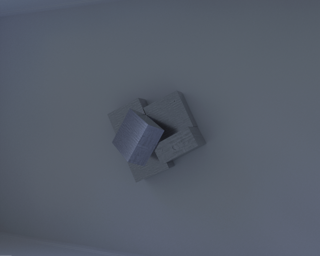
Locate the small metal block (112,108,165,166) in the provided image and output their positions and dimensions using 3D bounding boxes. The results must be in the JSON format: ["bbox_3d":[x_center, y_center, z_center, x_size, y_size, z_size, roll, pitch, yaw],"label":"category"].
[{"bbox_3d":[-0.028,0.011,0.378,0.050,0.025,0.050,40,105,50],"label":"small metal block"}]

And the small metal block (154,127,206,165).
[{"bbox_3d":[0.025,0.021,0.386,0.050,0.050,0.025,-29,81,16],"label":"small metal block"}]

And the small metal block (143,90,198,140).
[{"bbox_3d":[0.014,-0.014,0.403,0.050,0.025,0.050,-26,82,17],"label":"small metal block"}]

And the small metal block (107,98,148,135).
[{"bbox_3d":[-0.036,-0.007,0.421,0.050,0.025,0.050,-26,82,17],"label":"small metal block"}]

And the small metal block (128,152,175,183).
[{"bbox_3d":[-0.016,0.039,0.414,0.050,0.025,0.050,-26,82,17],"label":"small metal block"}]
